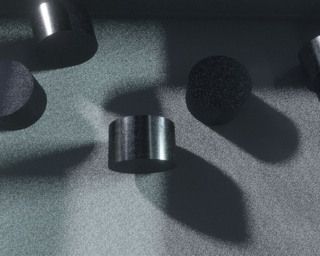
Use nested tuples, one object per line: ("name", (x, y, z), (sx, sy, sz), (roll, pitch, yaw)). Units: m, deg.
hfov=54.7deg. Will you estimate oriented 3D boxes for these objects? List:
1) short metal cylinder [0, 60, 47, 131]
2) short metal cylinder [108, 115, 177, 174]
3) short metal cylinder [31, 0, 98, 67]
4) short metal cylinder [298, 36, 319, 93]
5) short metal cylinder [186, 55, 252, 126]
("short metal cylinder", (-0.199, -0.042, 0.410), (0.081, 0.050, 0.080), (0, 70, 0))
("short metal cylinder", (-0.021, 0.023, 0.372), (0.081, 0.080, 0.050), (-2, 70, -1))
("short metal cylinder", (-0.131, -0.128, 0.426), (0.081, 0.080, 0.050), (-16, 71, -6))
("short metal cylinder", (0.233, -0.088, 0.414), (0.081, 0.080, 0.050), (-7, 70, -3))
("short metal cylinder", (0.076, -0.049, 0.415), (0.081, 0.050, 0.080), (0, 70, 0))
